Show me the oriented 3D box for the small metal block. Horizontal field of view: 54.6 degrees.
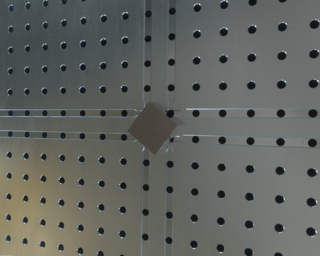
[{"bbox_3d":[-0.006,0.000,0.415,0.050,0.025,0.050,40,103,15],"label":"small metal block"}]
